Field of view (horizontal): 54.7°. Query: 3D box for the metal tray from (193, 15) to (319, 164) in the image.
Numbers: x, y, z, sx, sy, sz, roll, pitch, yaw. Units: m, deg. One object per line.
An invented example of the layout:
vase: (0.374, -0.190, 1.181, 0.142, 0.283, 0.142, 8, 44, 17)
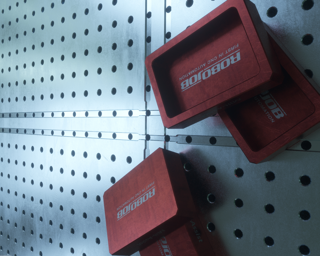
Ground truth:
metal tray: (0.100, -0.040, 0.322, 0.090, 0.030, 0.130, -43, 64, 31)

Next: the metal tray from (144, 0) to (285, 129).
metal tray: (0.049, -0.062, 0.324, 0.130, 0.030, 0.090, -26, 74, 36)

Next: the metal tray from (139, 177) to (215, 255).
metal tray: (0.009, 0.136, 0.397, 0.090, 0.030, 0.130, -37, 68, 33)

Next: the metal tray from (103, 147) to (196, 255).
metal tray: (-0.020, 0.096, 0.396, 0.130, 0.030, 0.090, -41, 46, 30)
